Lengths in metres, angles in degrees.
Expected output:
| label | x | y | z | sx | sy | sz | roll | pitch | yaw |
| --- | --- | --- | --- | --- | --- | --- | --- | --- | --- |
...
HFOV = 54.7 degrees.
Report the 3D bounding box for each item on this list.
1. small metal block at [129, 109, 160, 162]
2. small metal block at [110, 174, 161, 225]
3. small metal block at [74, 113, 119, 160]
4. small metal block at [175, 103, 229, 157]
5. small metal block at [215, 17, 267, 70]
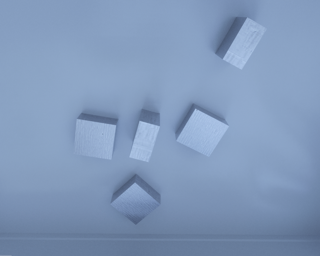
| label | x | y | z | sx | sy | sz | roll | pitch | yaw |
| --- | --- | --- | --- | --- | --- | --- | --- | --- | --- |
| small metal block | -0.019 | 0.009 | 0.401 | 0.025 | 0.050 | 0.050 | 15 | 109 | -6 |
| small metal block | -0.035 | 0.104 | 0.449 | 0.050 | 0.025 | 0.050 | -43 | 105 | 14 |
| small metal block | -0.085 | 0.011 | 0.415 | 0.050 | 0.025 | 0.050 | 9 | 110 | -4 |
| small metal block | 0.055 | 0.003 | 0.413 | 0.050 | 0.025 | 0.050 | 27 | 108 | -10 |
| small metal block | 0.092 | -0.100 | 0.362 | 0.025 | 0.050 | 0.050 | 26 | 108 | -9 |
